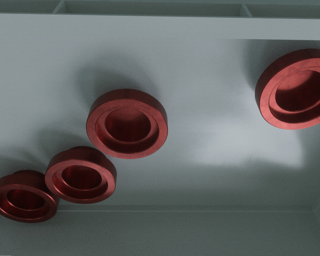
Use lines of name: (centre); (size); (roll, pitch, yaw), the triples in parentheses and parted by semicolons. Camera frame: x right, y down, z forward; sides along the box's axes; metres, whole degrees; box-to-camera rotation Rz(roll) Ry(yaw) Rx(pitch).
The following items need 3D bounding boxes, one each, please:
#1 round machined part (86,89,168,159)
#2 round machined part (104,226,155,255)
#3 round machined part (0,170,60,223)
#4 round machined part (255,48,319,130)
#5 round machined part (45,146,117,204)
round machined part: (-0.040, -0.009, 0.390); (0.099, 0.042, 0.097); (-1, 130, 0)
round machined part: (-0.059, 0.236, 0.601); (0.099, 0.042, 0.097); (0, 130, 0)
round machined part: (-0.206, 0.103, 0.483); (0.099, 0.042, 0.097); (-1, 130, 0)
round machined part: (0.160, -0.048, 0.360); (0.099, 0.042, 0.097); (-1, 130, 0)
round machined part: (-0.112, 0.065, 0.451); (0.099, 0.042, 0.097); (-1, 130, 0)
